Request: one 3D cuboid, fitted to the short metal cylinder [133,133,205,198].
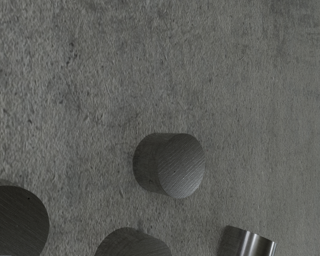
[{"bbox_3d":[0.012,0.046,0.399,0.081,0.050,0.080,0,90,-40],"label":"short metal cylinder"}]

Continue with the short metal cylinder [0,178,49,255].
[{"bbox_3d":[-0.145,0.086,0.267,0.081,0.050,0.080,0,90,-40],"label":"short metal cylinder"}]

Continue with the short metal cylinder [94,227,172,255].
[{"bbox_3d":[-0.031,0.163,0.362,0.081,0.050,0.080,0,90,-40],"label":"short metal cylinder"}]

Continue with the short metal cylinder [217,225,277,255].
[{"bbox_3d":[0.135,0.191,0.482,0.080,0.080,0.050,35,68,-35],"label":"short metal cylinder"}]
